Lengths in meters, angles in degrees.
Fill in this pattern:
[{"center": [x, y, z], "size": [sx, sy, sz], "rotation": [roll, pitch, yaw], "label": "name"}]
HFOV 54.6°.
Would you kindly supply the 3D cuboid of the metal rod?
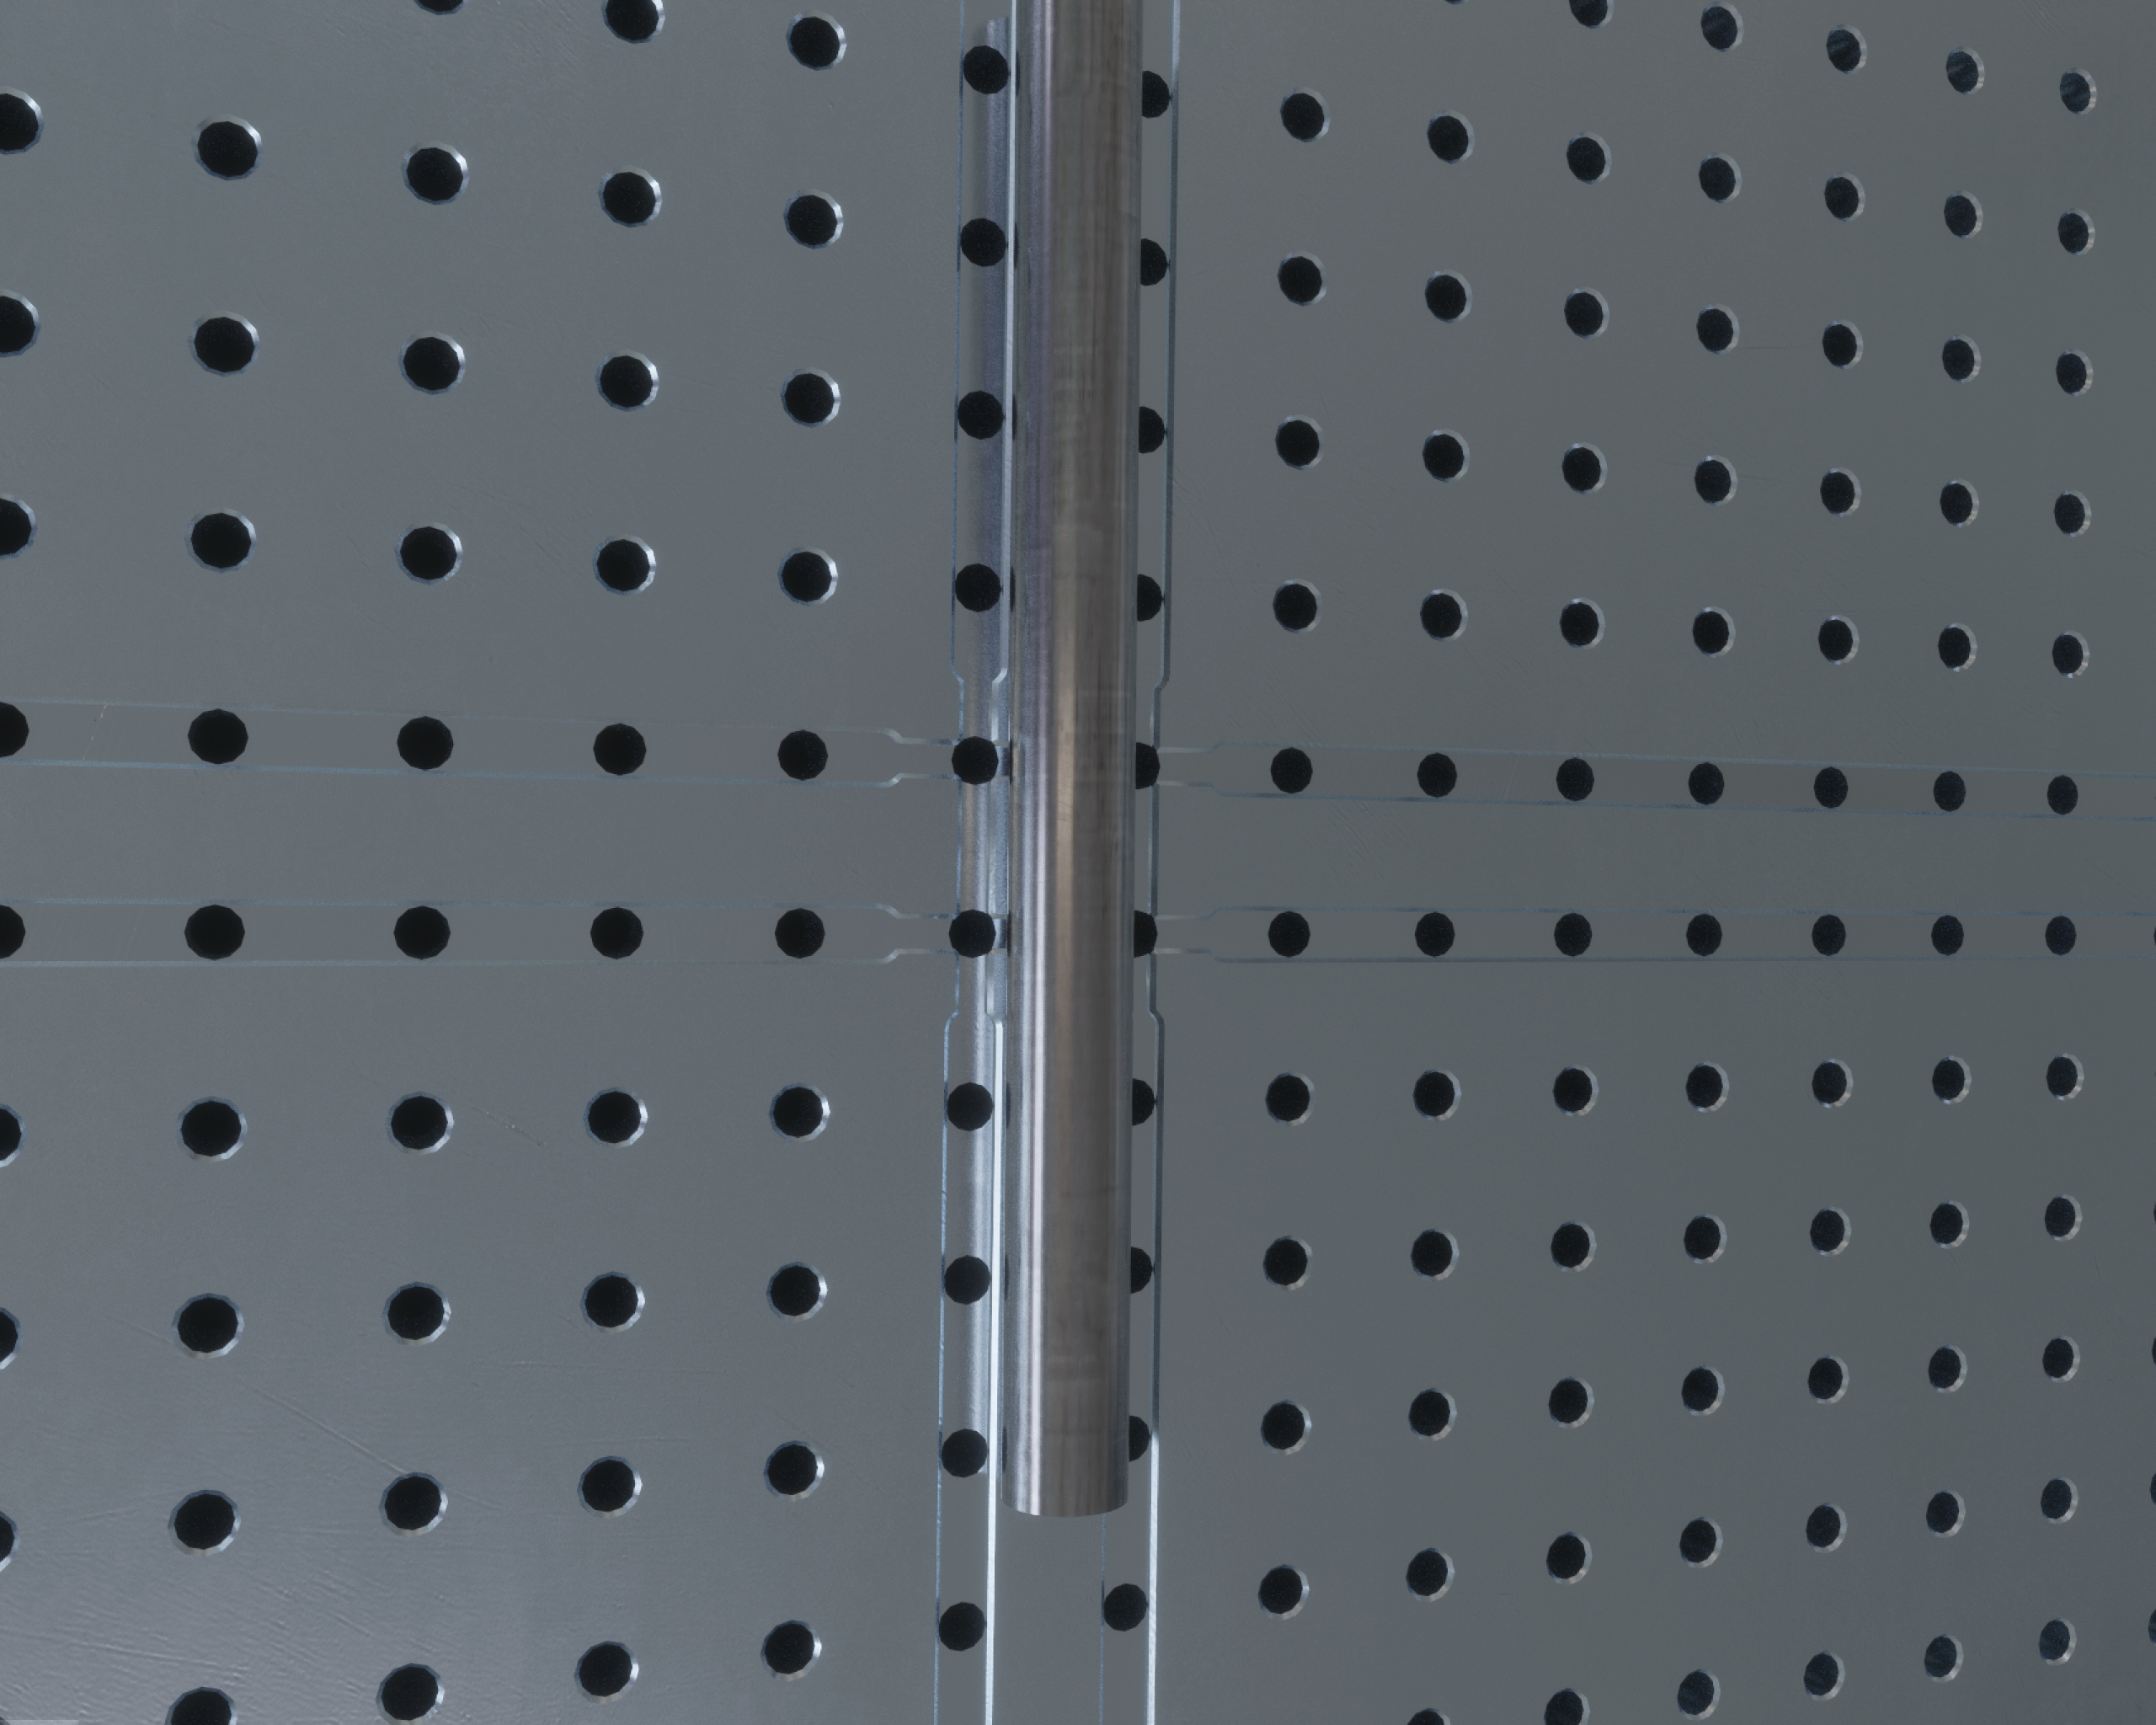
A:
[{"center": [-0.001, -0.024, 0.412], "size": [0.025, 0.025, 0.298], "rotation": [1, 90, -20], "label": "metal rod"}]
